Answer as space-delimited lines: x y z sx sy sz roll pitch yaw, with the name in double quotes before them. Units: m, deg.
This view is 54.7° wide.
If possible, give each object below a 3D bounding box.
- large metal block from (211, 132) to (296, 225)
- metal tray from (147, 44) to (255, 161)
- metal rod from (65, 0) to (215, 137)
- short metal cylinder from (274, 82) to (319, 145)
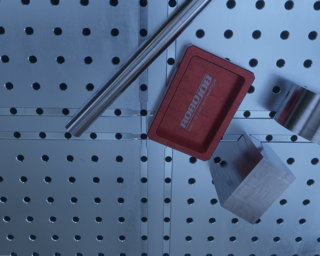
"large metal block" 0.118 0.063 0.408 0.050 0.080 0.080 32 107 -11
"metal tray" 0.049 -0.031 0.399 0.090 0.030 0.129 23 108 -9
"metal rod" -0.010 -0.096 0.377 0.299 0.025 0.025 -43 105 14
"short metal cylinder" 0.189 -0.016 0.380 0.080 0.080 0.050 21 109 -8
